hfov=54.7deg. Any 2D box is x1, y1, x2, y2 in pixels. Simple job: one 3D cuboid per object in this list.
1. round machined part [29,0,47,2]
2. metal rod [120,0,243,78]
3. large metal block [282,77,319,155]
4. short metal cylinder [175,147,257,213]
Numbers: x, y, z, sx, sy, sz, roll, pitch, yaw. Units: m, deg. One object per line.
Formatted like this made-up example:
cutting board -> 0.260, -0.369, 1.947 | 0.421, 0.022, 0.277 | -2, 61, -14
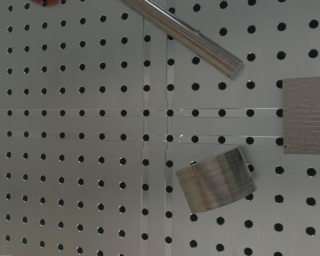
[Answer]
round machined part -> -0.195, -0.248, 0.472 | 0.098, 0.042, 0.097 | 0, 90, 20
metal rod -> -0.018, -0.163, 0.418 | 0.300, 0.025, 0.025 | 39, 103, 15
large metal block -> 0.177, -0.013, 0.337 | 0.080, 0.050, 0.080 | -1, 90, 20
short metal cylinder -> 0.064, 0.060, 0.361 | 0.080, 0.080, 0.050 | -24, 82, 18
